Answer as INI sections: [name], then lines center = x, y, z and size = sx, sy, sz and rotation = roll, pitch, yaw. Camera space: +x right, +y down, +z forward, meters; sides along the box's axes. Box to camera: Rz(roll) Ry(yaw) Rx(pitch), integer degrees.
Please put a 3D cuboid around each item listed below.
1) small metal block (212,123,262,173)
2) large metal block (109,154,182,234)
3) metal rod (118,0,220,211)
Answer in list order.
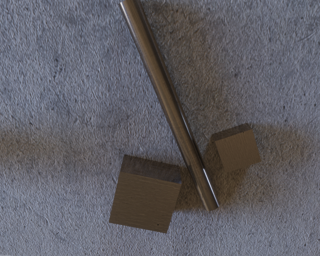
[small metal block]
center = 0.104, 0.027, 0.421
size = 0.050, 0.025, 0.050
rotation = -19, 109, 6
[large metal block]
center = -0.021, 0.091, 0.430
size = 0.080, 0.050, 0.079
rotation = 12, 110, -5
[metal rod]
center = 0.020, -0.017, 0.403
size = 0.025, 0.025, 0.299
rotation = -21, 109, 7
